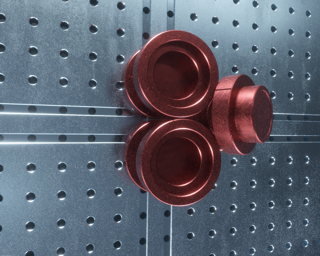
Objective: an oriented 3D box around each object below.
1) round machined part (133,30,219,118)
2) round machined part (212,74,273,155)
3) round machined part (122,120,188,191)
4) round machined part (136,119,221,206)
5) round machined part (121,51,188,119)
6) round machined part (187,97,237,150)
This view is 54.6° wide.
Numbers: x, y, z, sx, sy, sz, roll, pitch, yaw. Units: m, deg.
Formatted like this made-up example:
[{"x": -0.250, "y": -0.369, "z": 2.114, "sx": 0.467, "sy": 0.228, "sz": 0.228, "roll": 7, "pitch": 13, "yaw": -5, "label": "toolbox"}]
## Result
[{"x": 0.015, "y": -0.060, "z": 0.364, "sx": 0.099, "sy": 0.042, "sz": 0.097, "roll": 0, "pitch": 90, "yaw": -20, "label": "round machined part"}, {"x": 0.105, "y": -0.016, "z": 0.374, "sx": 0.099, "sy": 0.042, "sz": 0.097, "roll": 1, "pitch": 89, "yaw": -52, "label": "round machined part"}, {"x": 0.003, "y": 0.038, "z": 0.405, "sx": 0.099, "sy": 0.042, "sz": 0.097, "roll": 0, "pitch": 90, "yaw": -20, "label": "round machined part"}, {"x": 0.019, "y": 0.038, "z": 0.365, "sx": 0.099, "sy": 0.042, "sz": 0.097, "roll": 0, "pitch": 90, "yaw": -20, "label": "round machined part"}, {"x": 0.002, "y": -0.060, "z": 0.405, "sx": 0.099, "sy": 0.042, "sz": 0.097, "roll": 0, "pitch": 90, "yaw": -20, "label": "round machined part"}, {"x": 0.087, "y": -0.017, "z": 0.435, "sx": 0.099, "sy": 0.042, "sz": 0.097, "roll": 0, "pitch": 90, "yaw": -20, "label": "round machined part"}]
